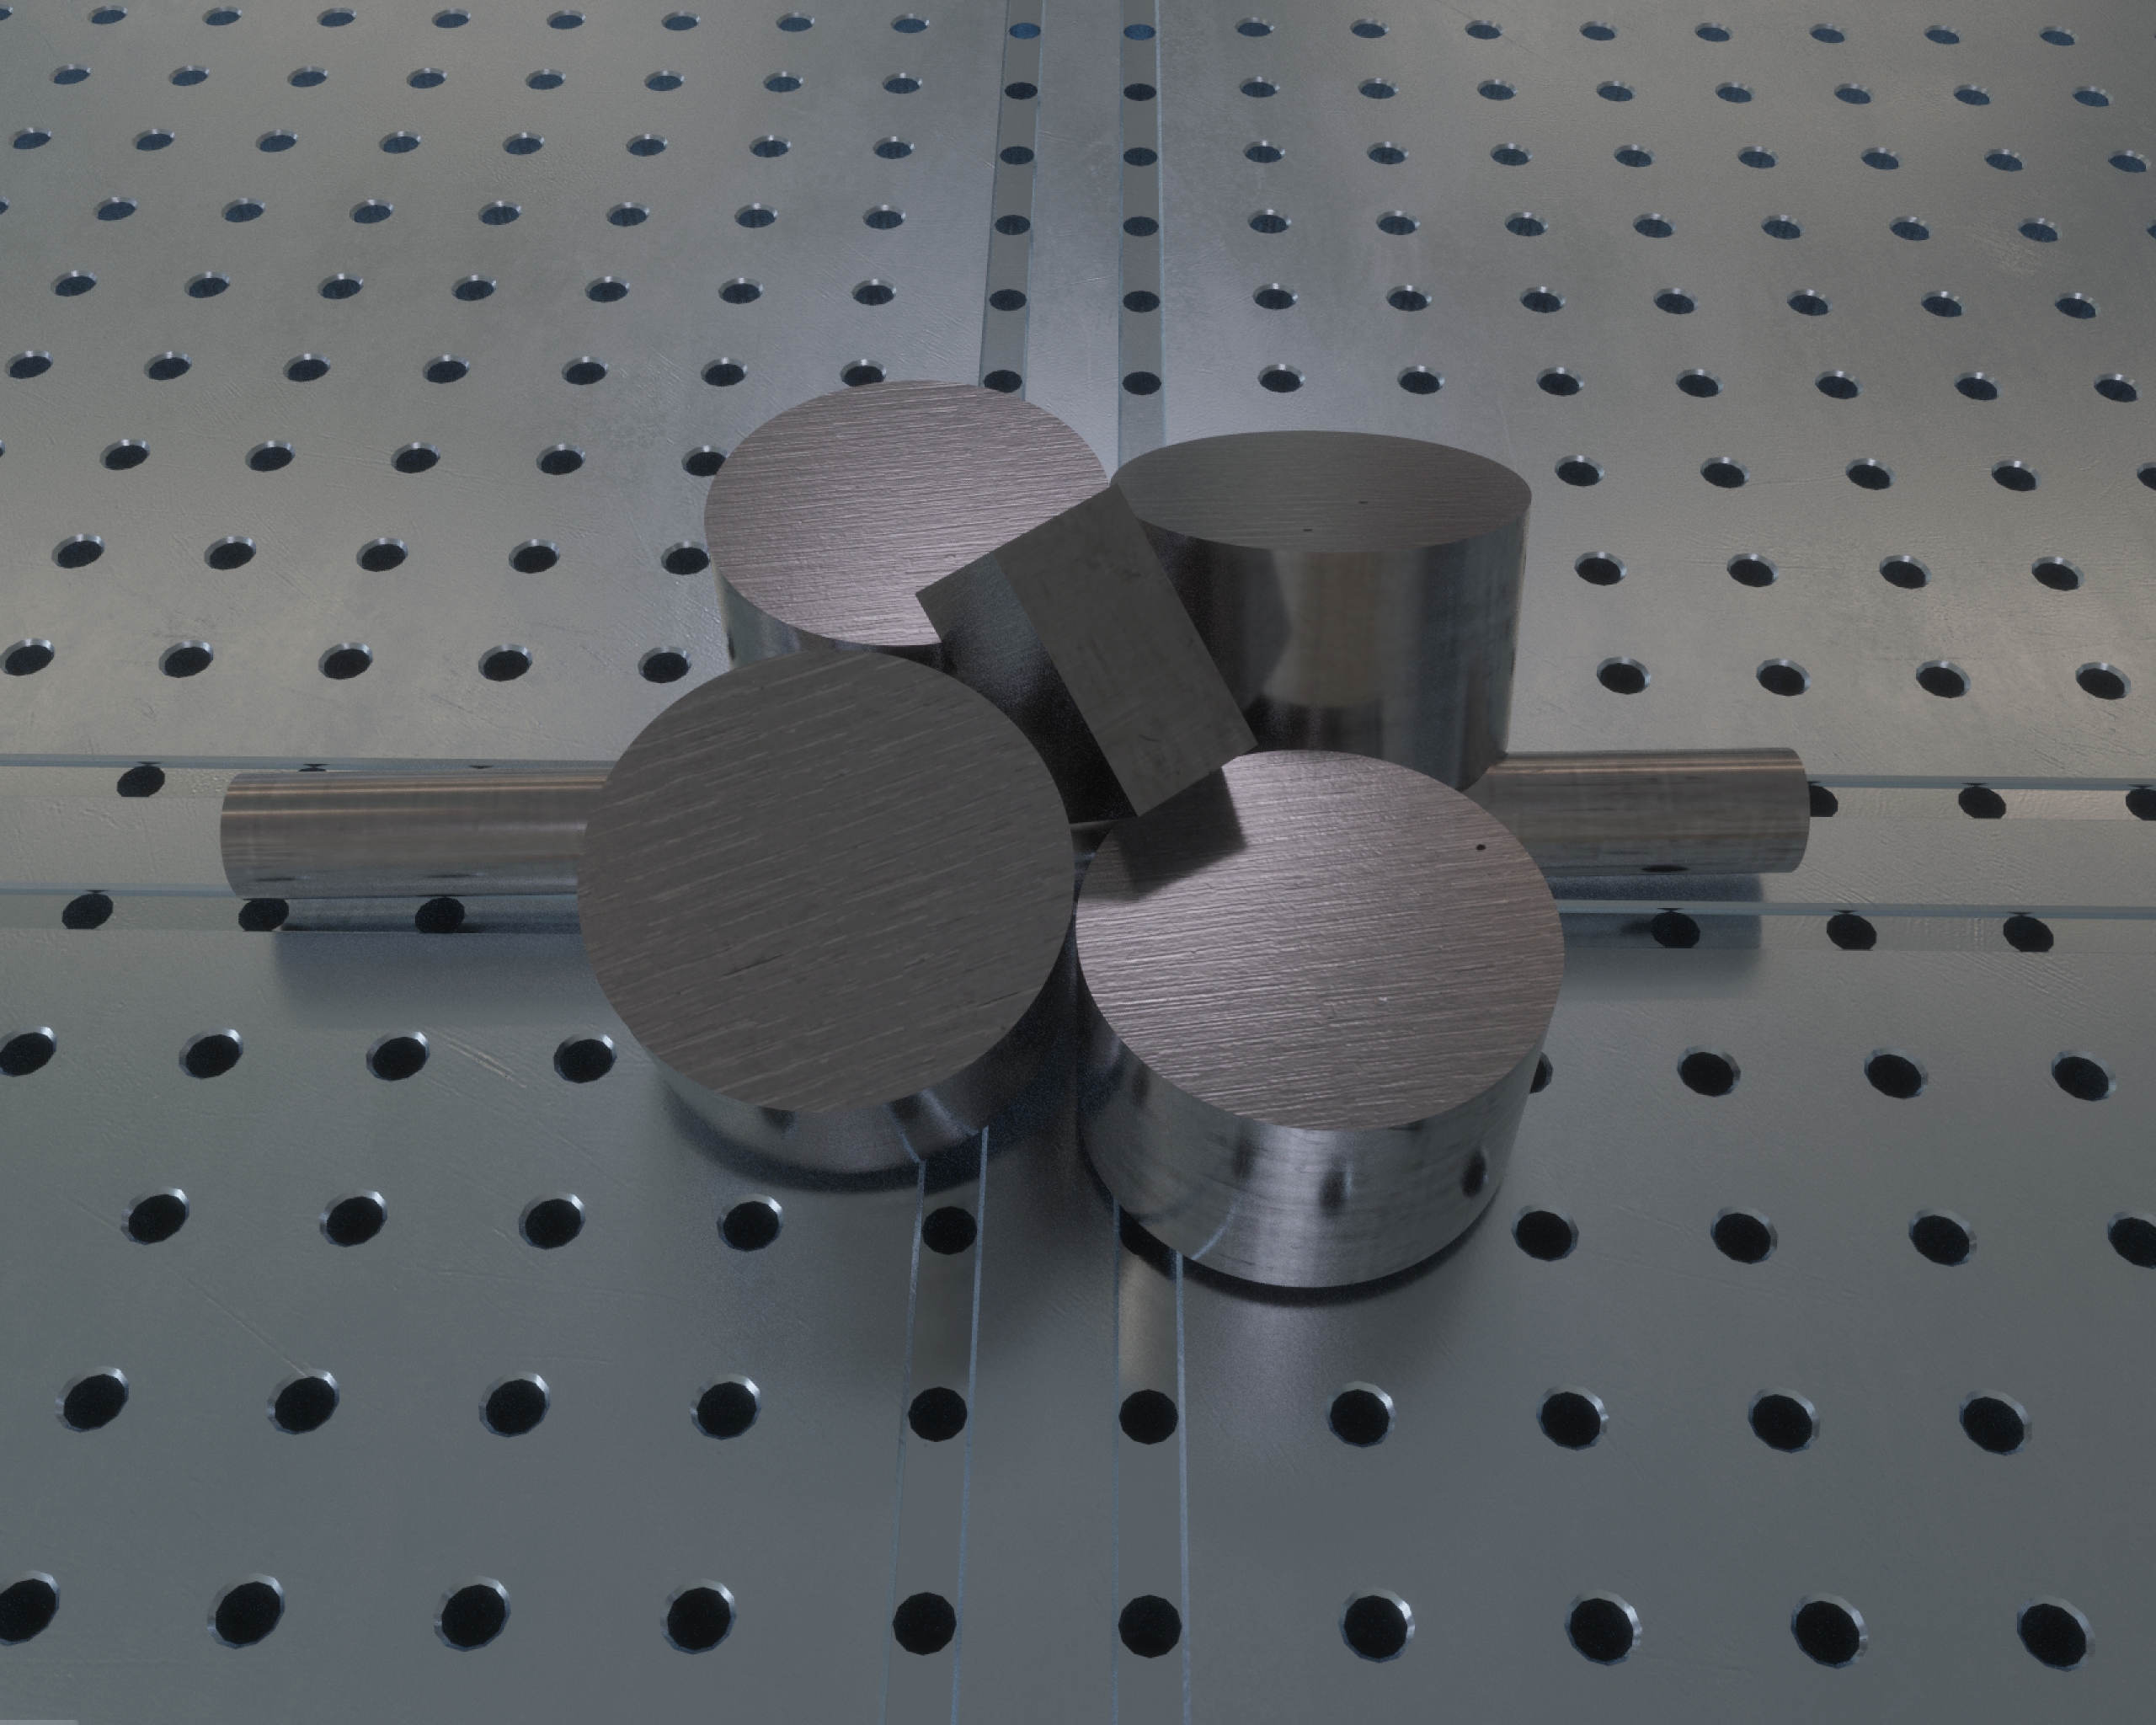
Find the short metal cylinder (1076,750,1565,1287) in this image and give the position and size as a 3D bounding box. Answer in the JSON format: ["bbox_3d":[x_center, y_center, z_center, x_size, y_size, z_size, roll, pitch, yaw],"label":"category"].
[{"bbox_3d":[0.040,0.026,0.364,0.081,0.050,0.080,0,50,0],"label":"short metal cylinder"}]

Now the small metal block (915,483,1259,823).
[{"bbox_3d":[0.000,-0.035,0.370,0.025,0.050,0.050,-32,99,-17],"label":"small metal block"}]

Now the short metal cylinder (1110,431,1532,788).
[{"bbox_3d":[0.047,-0.050,0.412,0.081,0.050,0.080,0,27,0],"label":"short metal cylinder"}]

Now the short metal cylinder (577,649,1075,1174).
[{"bbox_3d":[-0.041,0.010,0.362,0.081,0.050,0.080,0,70,-1],"label":"short metal cylinder"}]

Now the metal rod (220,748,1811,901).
[{"bbox_3d":[-0.011,-0.008,0.409,0.302,0.025,0.025,-1,50,-1],"label":"metal rod"}]

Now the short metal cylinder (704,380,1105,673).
[{"bbox_3d":[-0.033,-0.055,0.432,0.081,0.050,0.080,0,50,0],"label":"short metal cylinder"}]
